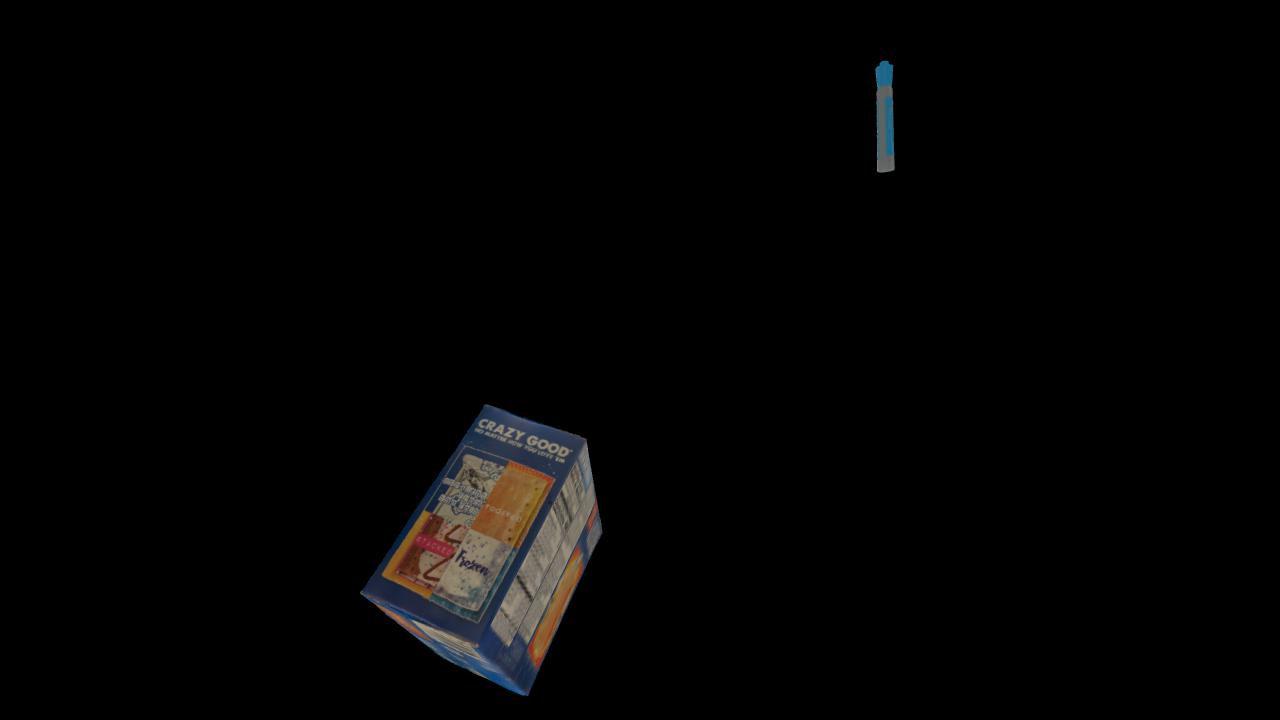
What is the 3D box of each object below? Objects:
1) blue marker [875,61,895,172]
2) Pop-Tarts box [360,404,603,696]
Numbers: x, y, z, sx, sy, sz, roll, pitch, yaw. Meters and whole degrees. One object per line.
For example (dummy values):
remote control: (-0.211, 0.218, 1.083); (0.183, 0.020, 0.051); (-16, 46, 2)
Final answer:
blue marker: (0.279, -0.277, 0.699); (0.020, 0.121, 0.020); (-3, 5, 0)
Pop-Tarts box: (-0.096, 0.140, 0.440); (0.083, 0.141, 0.167); (18, -34, 14)
